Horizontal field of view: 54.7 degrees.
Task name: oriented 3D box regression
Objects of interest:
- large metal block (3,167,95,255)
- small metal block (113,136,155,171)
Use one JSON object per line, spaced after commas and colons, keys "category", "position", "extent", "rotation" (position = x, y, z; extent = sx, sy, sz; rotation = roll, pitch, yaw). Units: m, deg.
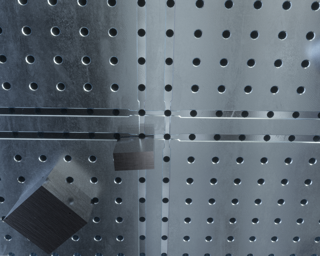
{"category": "large metal block", "position": [-0.155, 0.118, 0.441], "extent": [0.080, 0.050, 0.080], "rotation": [-41, 106, 13]}
{"category": "small metal block", "position": [-0.033, 0.033, 0.412], "extent": [0.050, 0.050, 0.025], "rotation": [-3, 110, 0]}
